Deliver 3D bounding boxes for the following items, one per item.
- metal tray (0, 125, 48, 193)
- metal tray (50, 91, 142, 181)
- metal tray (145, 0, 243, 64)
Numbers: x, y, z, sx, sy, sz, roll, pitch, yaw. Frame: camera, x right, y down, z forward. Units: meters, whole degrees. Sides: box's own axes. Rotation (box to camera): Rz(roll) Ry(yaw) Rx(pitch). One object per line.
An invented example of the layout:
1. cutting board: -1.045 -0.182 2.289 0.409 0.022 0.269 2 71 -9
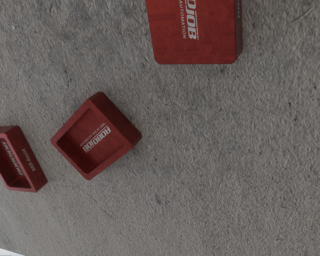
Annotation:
1. metal tray: -0.279 0.060 0.588 0.090 0.030 0.129 -3 117 29
2. metal tray: -0.099 0.017 0.466 0.090 0.030 0.129 48 129 -6
3. metal tray: 0.032 -0.130 0.306 0.090 0.030 0.129 5 121 25
